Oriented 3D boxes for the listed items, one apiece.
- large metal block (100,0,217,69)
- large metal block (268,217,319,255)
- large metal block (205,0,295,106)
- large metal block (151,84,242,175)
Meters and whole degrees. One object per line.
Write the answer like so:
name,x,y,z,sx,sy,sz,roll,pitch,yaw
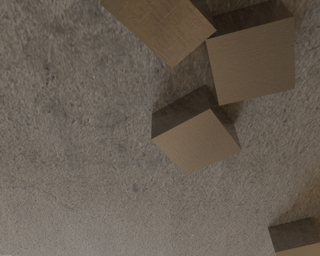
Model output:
large metal block,0.000,-0.113,0.275,0.050,0.080,0.080,-37,121,27
large metal block,0.259,0.219,0.582,0.080,0.050,0.080,-21,128,16
large metal block,0.092,-0.078,0.326,0.080,0.050,0.080,-13,129,10
large metal block,0.045,0.005,0.396,0.080,0.050,0.080,-28,125,21
